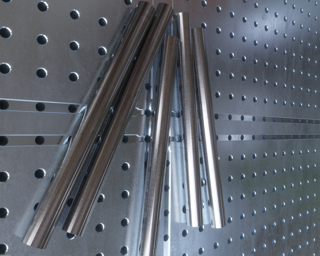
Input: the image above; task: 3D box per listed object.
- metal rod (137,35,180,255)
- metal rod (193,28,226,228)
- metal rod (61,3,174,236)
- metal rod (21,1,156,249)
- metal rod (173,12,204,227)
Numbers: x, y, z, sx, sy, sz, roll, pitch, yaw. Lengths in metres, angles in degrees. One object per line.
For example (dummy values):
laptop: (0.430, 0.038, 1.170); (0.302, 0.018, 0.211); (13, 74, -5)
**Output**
metal rod: (-0.002, 0.027, 0.406); (0.025, 0.025, 0.299); (11, 83, -40)
metal rod: (0.071, 0.004, 0.467); (0.025, 0.025, 0.298); (-13, 98, -39)
metal rod: (-0.043, -0.024, 0.372); (0.025, 0.025, 0.300); (32, 70, -35)
metal rod: (-0.071, -0.019, 0.348); (0.025, 0.025, 0.300); (34, 69, -35)
metal rod: (0.041, -0.009, 0.442); (0.025, 0.025, 0.298); (-7, 94, -40)
